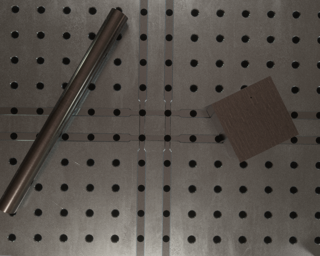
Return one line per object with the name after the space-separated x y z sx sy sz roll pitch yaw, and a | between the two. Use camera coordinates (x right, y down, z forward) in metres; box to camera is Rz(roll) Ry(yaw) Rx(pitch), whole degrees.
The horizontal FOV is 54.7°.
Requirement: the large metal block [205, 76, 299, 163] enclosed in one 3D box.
0.116 -0.011 0.402 0.080 0.050 0.080 -26 90 -1 | large metal block

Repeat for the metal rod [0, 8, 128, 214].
-0.128 -0.023 0.411 0.025 0.025 0.299 30 90 -1 | metal rod
